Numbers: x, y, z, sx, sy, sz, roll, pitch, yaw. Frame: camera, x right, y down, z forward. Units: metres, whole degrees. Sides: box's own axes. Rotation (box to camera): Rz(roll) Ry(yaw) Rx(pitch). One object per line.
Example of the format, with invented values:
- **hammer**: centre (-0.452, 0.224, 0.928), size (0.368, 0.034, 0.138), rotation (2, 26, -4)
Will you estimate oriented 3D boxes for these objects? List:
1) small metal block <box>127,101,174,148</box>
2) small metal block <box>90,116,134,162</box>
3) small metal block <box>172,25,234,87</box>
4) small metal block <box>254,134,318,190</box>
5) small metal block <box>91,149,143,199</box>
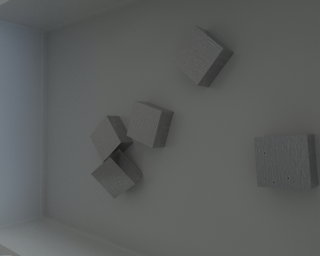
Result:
- **small metal block**: centre (-0.014, -0.005, 0.419), size (0.050, 0.025, 0.050), rotation (23, 105, 37)
- **small metal block**: centre (-0.074, 0.017, 0.468), size (0.050, 0.025, 0.050), rotation (-46, 62, 30)
- **small metal block**: centre (0.049, -0.084, 0.366), size (0.050, 0.025, 0.050), rotation (49, 119, 28)
- **small metal block**: centre (0.124, 0.032, 0.305), size (0.050, 0.025, 0.050), rotation (-5, 87, 40)
- **small metal block**: centre (-0.062, 0.066, 0.445), size (0.050, 0.025, 0.050), rotation (48, 123, -4)
